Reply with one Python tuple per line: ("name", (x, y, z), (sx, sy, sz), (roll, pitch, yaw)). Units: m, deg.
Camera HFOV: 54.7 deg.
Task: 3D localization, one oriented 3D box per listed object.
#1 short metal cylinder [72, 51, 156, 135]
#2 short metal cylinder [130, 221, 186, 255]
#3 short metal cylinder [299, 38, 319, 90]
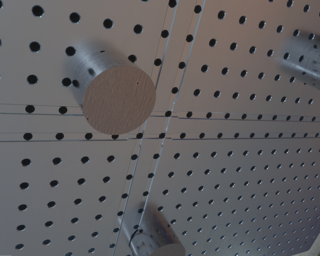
("short metal cylinder", (-0.051, -0.039, 0.344), (0.081, 0.050, 0.079), (-14, 125, -21))
("short metal cylinder", (-0.004, 0.205, 0.522), (0.081, 0.050, 0.079), (-14, 125, -21))
("short metal cylinder", (0.268, -0.097, 0.485), (0.081, 0.050, 0.079), (-14, 125, -21))
